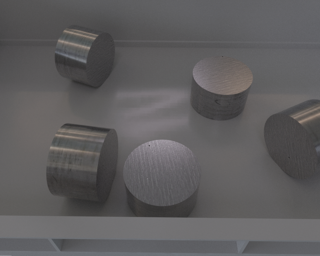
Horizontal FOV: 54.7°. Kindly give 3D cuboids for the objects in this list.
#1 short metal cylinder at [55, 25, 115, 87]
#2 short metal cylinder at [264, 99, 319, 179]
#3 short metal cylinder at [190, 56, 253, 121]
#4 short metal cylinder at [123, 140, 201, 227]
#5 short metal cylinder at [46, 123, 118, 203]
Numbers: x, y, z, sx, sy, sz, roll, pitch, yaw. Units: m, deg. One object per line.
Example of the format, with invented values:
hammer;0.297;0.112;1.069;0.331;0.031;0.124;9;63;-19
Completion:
short metal cylinder;-0.108;-0.106;0.458;0.050;0.080;0.080;18;52;14
short metal cylinder;0.169;0.012;0.360;0.050;0.080;0.080;-21;53;-17
short metal cylinder;0.085;-0.057;0.437;0.080;0.050;0.080;0;50;0
short metal cylinder;0.002;0.059;0.339;0.080;0.050;0.080;0;50;0
short metal cylinder;-0.081;0.037;0.337;0.050;0.080;0.080;7;50;6
